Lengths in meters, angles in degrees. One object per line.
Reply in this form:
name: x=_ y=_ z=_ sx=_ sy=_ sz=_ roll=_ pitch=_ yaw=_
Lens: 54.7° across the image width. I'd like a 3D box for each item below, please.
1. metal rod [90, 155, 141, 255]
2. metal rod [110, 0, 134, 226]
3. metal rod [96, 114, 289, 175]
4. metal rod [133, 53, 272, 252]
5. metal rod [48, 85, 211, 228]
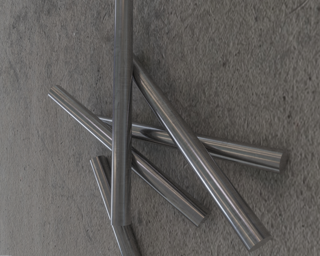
metal rod: x=-0.042 y=0.179 z=0.439 sx=0.025 sy=0.025 sz=0.299 roll=-36 pitch=68 yaw=34
metal rod: x=-0.048 y=-0.030 z=0.398 sx=0.025 sy=0.025 sz=0.298 roll=-5 pitch=82 yaw=40
metal rod: x=0.007 y=0.012 z=0.398 sx=0.300 sy=0.025 sz=0.025 roll=11 pitch=97 yaw=39
metal rod: x=0.020 y=0.001 z=0.359 sx=0.025 sy=0.025 sz=0.300 roll=-54 pitch=50 yaw=26
metal rod: x=-0.057 y=0.026 z=0.426 sx=0.300 sy=0.025 sz=0.025 roll=37 pitch=113 yaw=25
